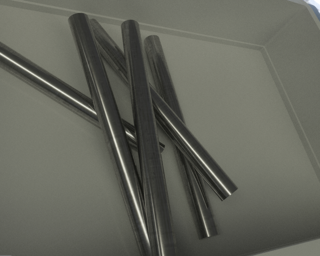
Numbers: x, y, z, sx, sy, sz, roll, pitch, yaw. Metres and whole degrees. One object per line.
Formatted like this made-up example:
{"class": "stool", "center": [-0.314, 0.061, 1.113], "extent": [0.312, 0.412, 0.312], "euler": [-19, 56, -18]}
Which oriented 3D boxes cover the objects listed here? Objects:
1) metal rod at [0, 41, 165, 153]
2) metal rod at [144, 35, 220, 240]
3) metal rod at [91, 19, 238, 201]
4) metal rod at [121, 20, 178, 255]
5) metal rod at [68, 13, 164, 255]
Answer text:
{"class": "metal rod", "center": [-0.126, -0.048, 0.367], "extent": [0.301, 0.025, 0.025], "euler": [33, 51, -7]}
{"class": "metal rod", "center": [0.023, -0.005, 0.422], "extent": [0.025, 0.025, 0.299], "euler": [-1, 62, -29]}
{"class": "metal rod", "center": [-0.009, -0.034, 0.401], "extent": [0.025, 0.025, 0.300], "euler": [-27, 70, -37]}
{"class": "metal rod", "center": [-0.017, -0.004, 0.355], "extent": [0.025, 0.025, 0.299], "euler": [4, 62, -27]}
{"class": "metal rod", "center": [-0.051, 0.006, 0.348], "extent": [0.025, 0.025, 0.299], "euler": [-12, 76, -33]}
